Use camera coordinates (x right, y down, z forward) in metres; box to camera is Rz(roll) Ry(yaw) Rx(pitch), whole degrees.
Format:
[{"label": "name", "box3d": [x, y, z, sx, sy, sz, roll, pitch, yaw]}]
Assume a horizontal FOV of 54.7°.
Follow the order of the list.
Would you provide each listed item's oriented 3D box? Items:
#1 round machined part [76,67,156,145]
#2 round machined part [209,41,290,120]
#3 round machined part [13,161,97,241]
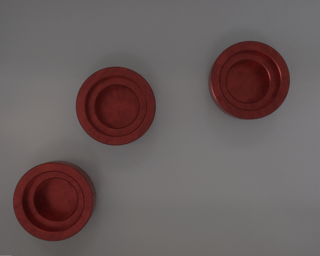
[{"label": "round machined part", "box3d": [-0.054, -0.027, 0.402, 0.099, 0.042, 0.097, 0, 90, 0]}, {"label": "round machined part", "box3d": [0.112, -0.059, 0.404, 0.099, 0.042, 0.097, 0, 90, 0]}, {"label": "round machined part", "box3d": [-0.132, 0.091, 0.402, 0.099, 0.042, 0.097, 0, 90, 0]}]
